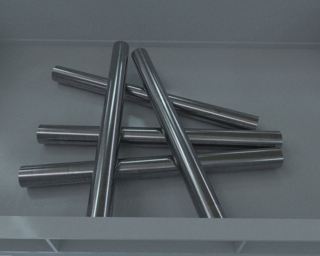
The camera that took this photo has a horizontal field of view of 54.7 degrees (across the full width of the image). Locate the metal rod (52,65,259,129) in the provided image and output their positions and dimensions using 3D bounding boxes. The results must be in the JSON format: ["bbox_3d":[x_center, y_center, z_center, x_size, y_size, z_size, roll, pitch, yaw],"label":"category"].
[{"bbox_3d":[-0.015,-0.043,0.438,0.301,0.025,0.025,16,52,12],"label":"metal rod"}]

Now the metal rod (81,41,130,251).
[{"bbox_3d":[-0.059,-0.008,0.376,0.025,0.025,0.300,0,50,0],"label":"metal rod"}]

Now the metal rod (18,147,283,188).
[{"bbox_3d":[-0.007,0.046,0.365,0.302,0.025,0.025,-4,50,-4],"label":"metal rod"}]

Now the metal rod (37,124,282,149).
[{"bbox_3d":[-0.001,0.012,0.392,0.302,0.025,0.025,2,50,1],"label":"metal rod"}]

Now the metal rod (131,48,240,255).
[{"bbox_3d":[0.015,0.000,0.370,0.025,0.025,0.299,-14,51,-12],"label":"metal rod"}]
